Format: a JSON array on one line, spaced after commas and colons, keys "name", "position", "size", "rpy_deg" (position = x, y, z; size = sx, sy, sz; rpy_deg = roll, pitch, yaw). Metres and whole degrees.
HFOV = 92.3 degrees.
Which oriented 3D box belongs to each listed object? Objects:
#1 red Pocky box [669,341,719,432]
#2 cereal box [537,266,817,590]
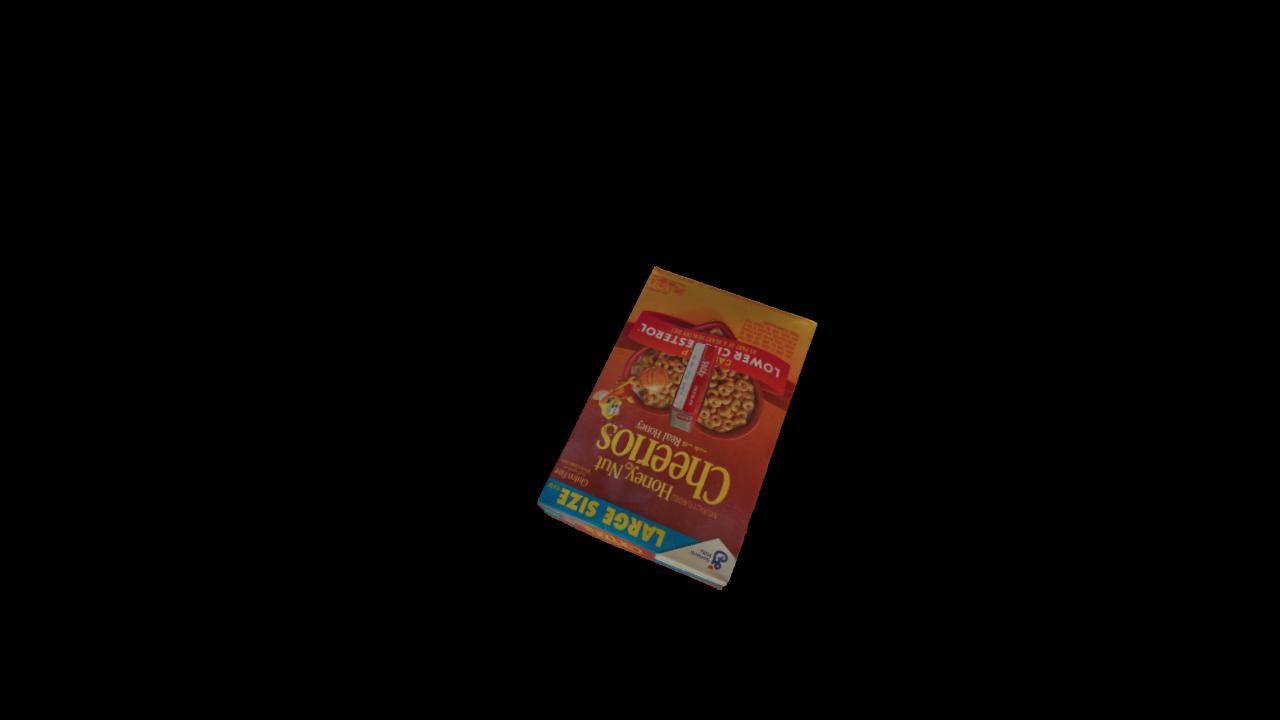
[{"name": "red Pocky box", "position": [0.055, 0.053, 0.671], "size": [0.028, 0.083, 0.155], "rpy_deg": [17, -27, 10]}, {"name": "cereal box", "position": [0.049, 0.063, 0.671], "size": [0.203, 0.306, 0.081], "rpy_deg": [21, -24, 11]}]
